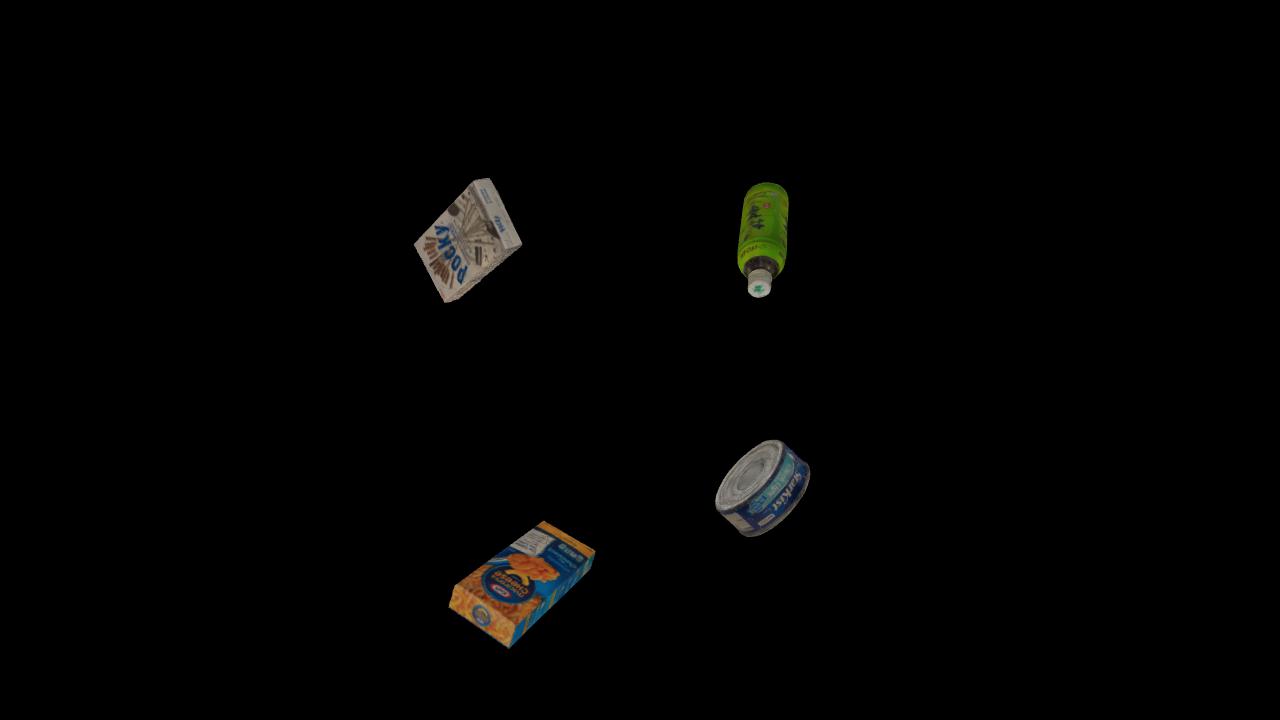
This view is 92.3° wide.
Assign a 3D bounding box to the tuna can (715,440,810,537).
[{"bbox_3d":[0.105,0.109,0.534,0.034,0.084,0.084,44,-7,-7],"label":"tuna can"}]

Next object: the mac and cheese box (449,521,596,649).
[{"bbox_3d":[-0.142,0.276,0.782,0.093,0.041,0.184,26,20,18],"label":"mac and cheese box"}]

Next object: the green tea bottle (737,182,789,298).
[{"bbox_3d":[0.179,-0.172,0.894,0.073,0.212,0.073,7,-38,6],"label":"green tea bottle"}]

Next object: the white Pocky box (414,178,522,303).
[{"bbox_3d":[-0.199,-0.133,0.704,0.154,0.084,0.028,-25,2,43],"label":"white Pocky box"}]
